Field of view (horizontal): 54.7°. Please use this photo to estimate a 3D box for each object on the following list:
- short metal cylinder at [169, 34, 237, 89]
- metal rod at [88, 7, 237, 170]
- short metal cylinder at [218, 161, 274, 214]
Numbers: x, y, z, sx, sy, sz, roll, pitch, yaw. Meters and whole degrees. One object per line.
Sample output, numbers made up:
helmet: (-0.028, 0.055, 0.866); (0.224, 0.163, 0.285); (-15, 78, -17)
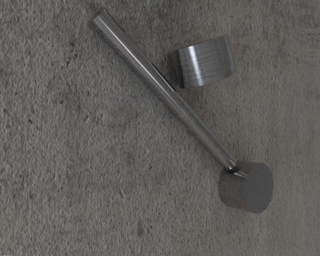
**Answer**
short metal cylinder: (0.058, -0.090, 0.417); (0.081, 0.080, 0.050); (-28, 108, -36)
metal rod: (0.020, -0.034, 0.421); (0.300, 0.025, 0.025); (45, 63, -31)
short metal cylinder: (0.142, 0.095, 0.507); (0.081, 0.050, 0.080); (0, 90, -40)
